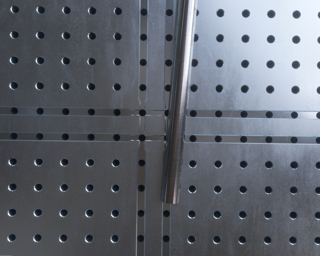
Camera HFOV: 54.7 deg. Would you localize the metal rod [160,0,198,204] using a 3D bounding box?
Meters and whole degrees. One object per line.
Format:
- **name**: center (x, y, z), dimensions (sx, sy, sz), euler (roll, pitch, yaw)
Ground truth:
- **metal rod**: center (0.027, -0.051, 0.413), dimensions (0.025, 0.025, 0.298), euler (5, 90, -1)
